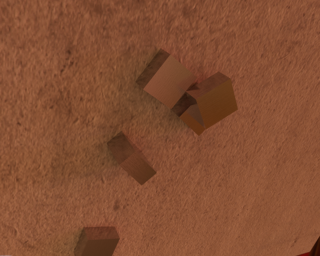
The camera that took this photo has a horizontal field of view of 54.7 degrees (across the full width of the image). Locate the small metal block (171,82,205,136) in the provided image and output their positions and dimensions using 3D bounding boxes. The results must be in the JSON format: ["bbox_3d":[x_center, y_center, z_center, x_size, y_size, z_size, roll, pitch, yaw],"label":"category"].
[{"bbox_3d":[0.051,-0.025,0.421,0.050,0.025,0.050,-46,130,4],"label":"small metal block"}]

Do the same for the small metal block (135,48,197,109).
[{"bbox_3d":[0.008,-0.059,0.376,0.050,0.025,0.050,32,100,-38],"label":"small metal block"}]

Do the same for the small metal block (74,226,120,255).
[{"bbox_3d":[-0.095,0.176,0.465,0.050,0.025,0.050,11,113,-33],"label":"small metal block"}]

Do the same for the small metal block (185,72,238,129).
[{"bbox_3d":[0.066,-0.035,0.391,0.050,0.025,0.050,-32,129,-8],"label":"small metal block"}]

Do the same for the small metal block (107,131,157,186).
[{"bbox_3d":[-0.036,0.038,0.396,0.025,0.050,0.050,-40,130,-1],"label":"small metal block"}]
